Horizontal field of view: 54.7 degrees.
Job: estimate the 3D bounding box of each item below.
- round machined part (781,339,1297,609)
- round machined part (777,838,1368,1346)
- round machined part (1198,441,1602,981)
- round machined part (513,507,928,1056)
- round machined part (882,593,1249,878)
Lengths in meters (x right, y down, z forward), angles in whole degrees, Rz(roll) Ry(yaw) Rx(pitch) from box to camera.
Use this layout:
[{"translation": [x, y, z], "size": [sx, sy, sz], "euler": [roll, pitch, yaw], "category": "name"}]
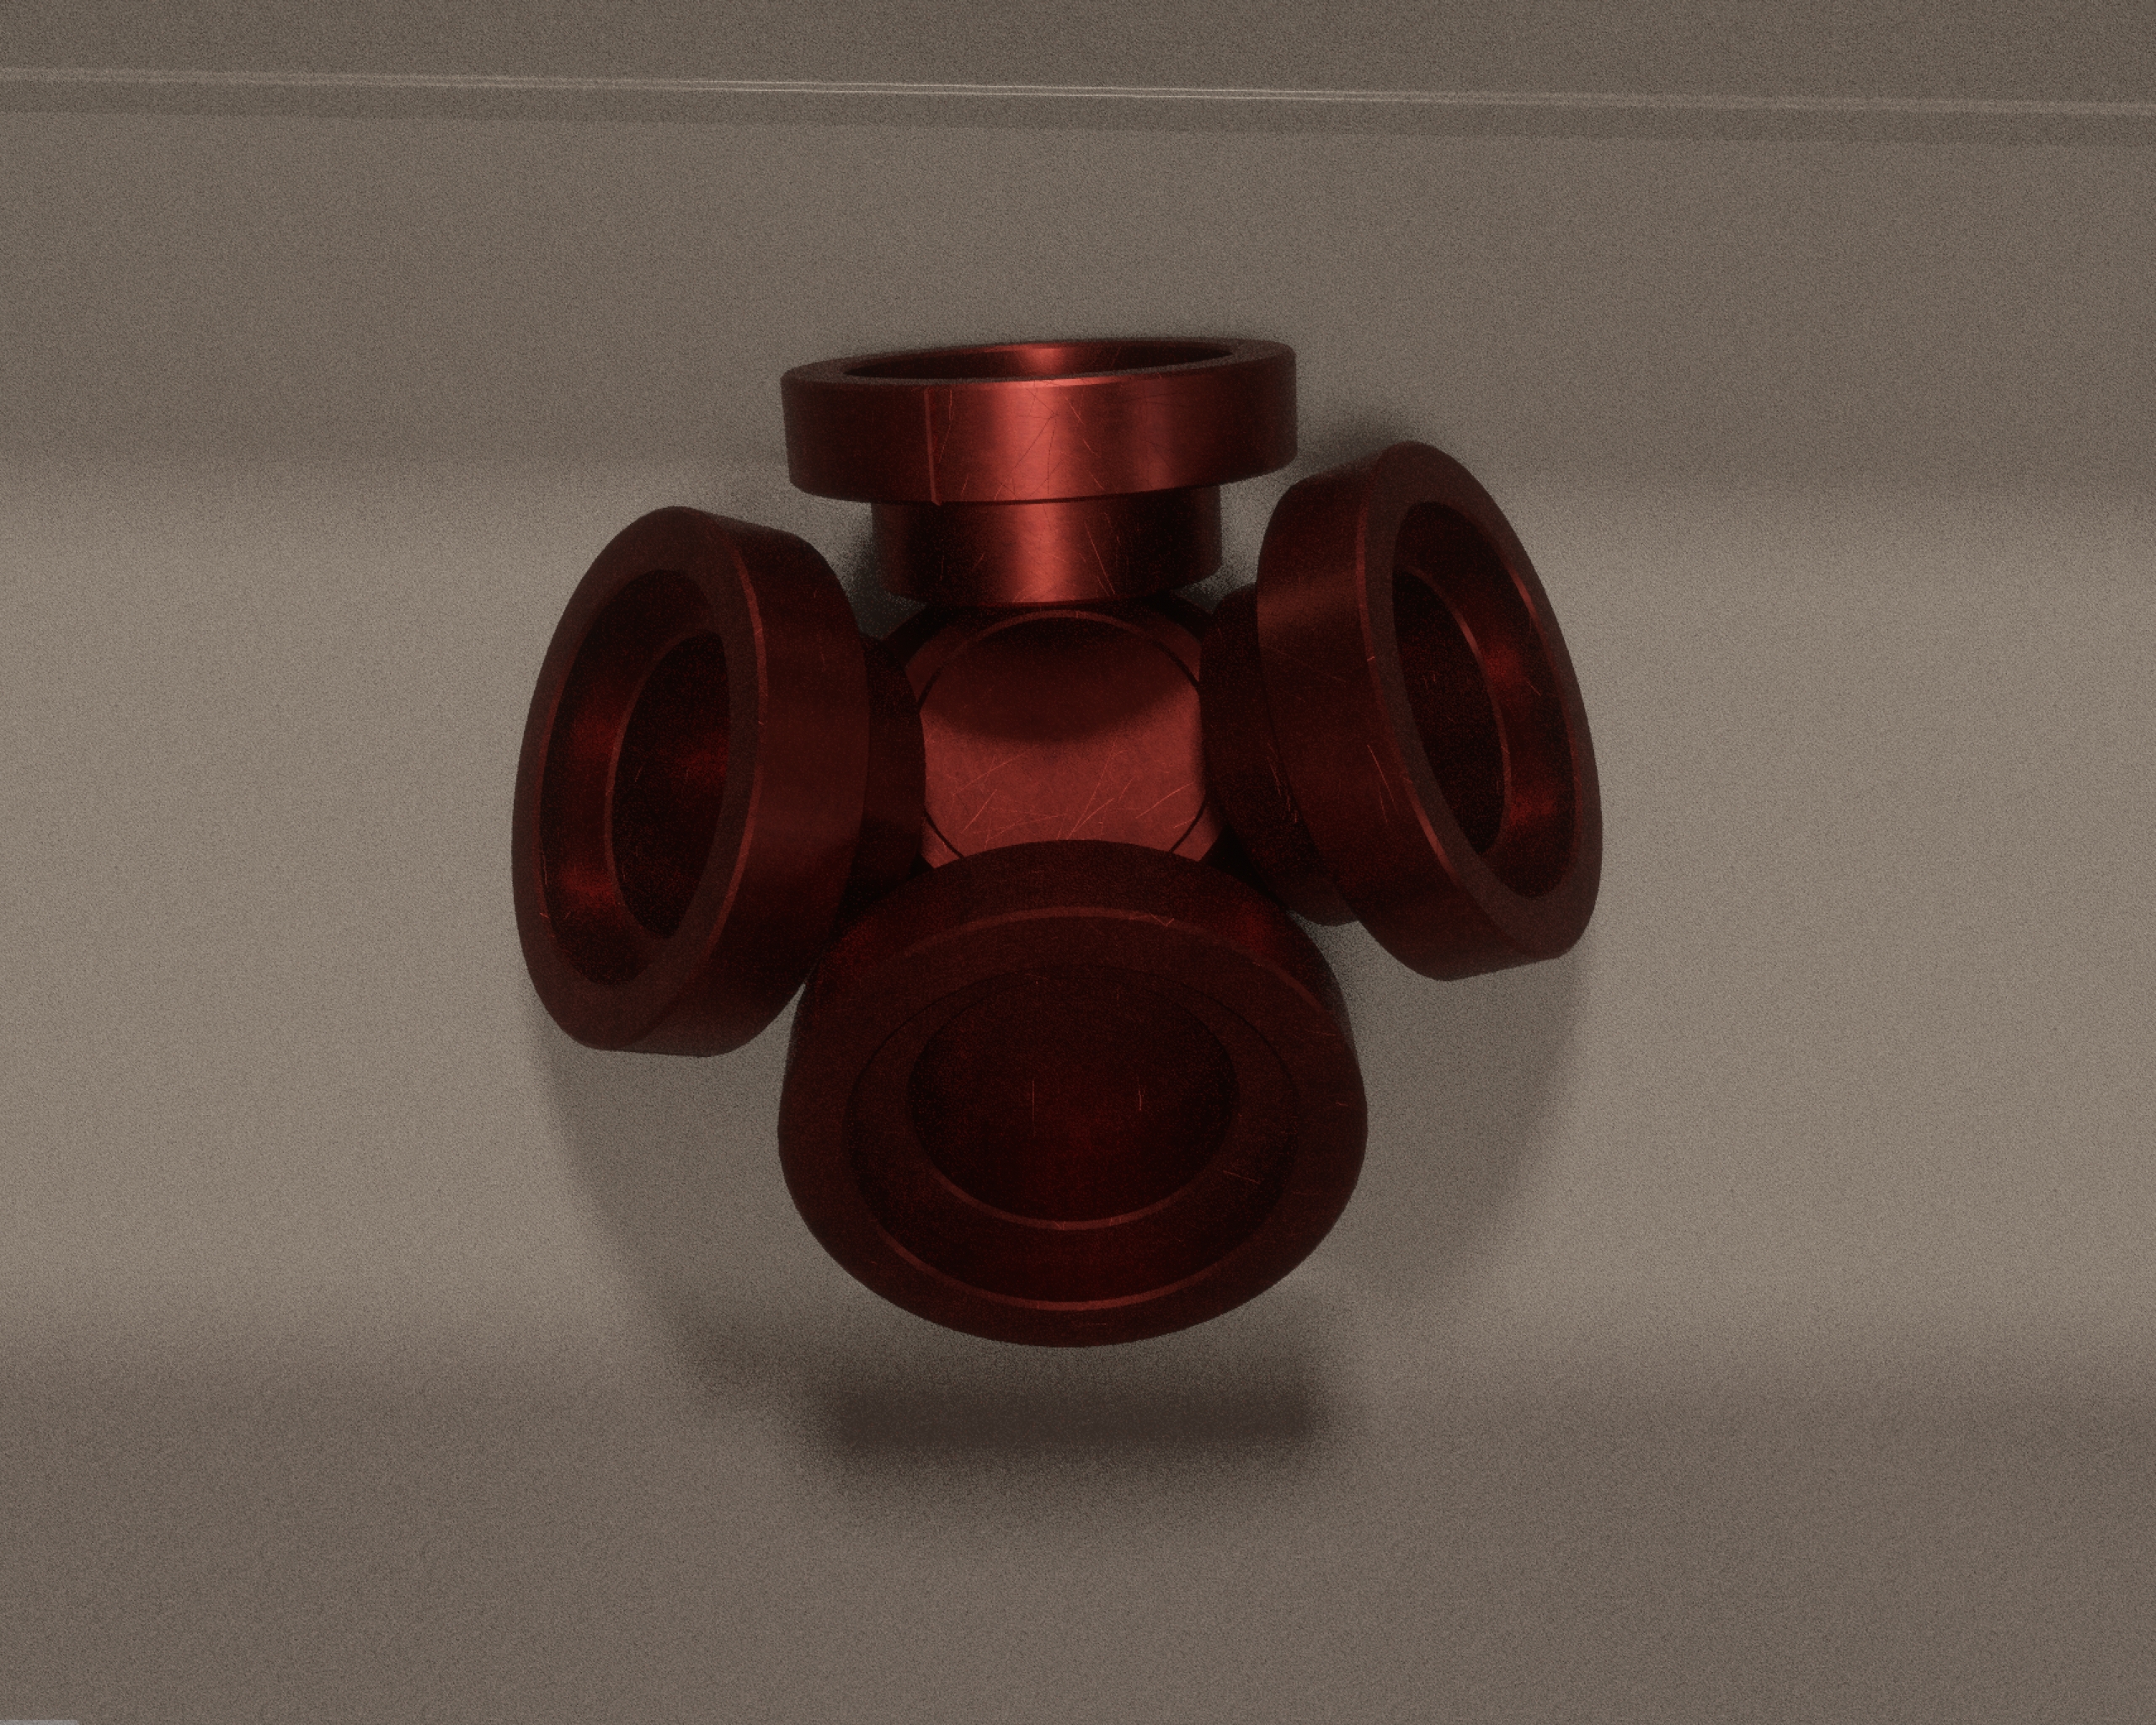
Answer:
[{"translation": [-0.007, -0.077, 0.407], "size": [0.099, 0.098, 0.042], "euler": [-3, 108, -2], "category": "round machined part"}, {"translation": [-0.001, 0.036, 0.366], "size": [0.099, 0.097, 0.042], "euler": [-1, 34, -1], "category": "round machined part"}, {"translation": [0.058, -0.025, 0.390], "size": [0.042, 0.098, 0.098], "euler": [-16, 66, 32], "category": "round machined part"}, {"translation": [-0.064, -0.013, 0.383], "size": [0.042, 0.098, 0.098], "euler": [9, 65, -37], "category": "round machined part"}, {"translation": [-0.003, -0.014, 0.403], "size": [0.099, 0.042, 0.098], "euler": [0, 70, -1], "category": "round machined part"}]
